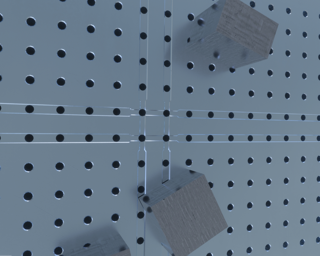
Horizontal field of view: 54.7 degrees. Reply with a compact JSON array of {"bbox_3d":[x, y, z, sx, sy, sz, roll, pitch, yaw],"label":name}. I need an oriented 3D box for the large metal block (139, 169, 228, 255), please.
[{"bbox_3d":[0.031,0.112,0.412,0.081,0.050,0.080,-28,100,-18],"label":"large metal block"}]

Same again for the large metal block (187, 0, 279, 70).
[{"bbox_3d":[0.096,-0.125,0.420,0.080,0.080,0.050,22,83,-19],"label":"large metal block"}]

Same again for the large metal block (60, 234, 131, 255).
[{"bbox_3d":[-0.073,0.188,0.373,0.081,0.050,0.080,-14,95,-20],"label":"large metal block"}]
